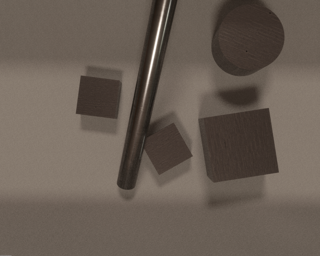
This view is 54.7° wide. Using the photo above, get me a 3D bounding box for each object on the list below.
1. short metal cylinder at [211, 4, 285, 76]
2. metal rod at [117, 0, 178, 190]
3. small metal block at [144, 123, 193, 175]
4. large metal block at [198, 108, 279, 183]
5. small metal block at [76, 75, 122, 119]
[{"bbox_3d":[0.111,-0.111,0.400,0.081,0.050,0.079,0,90,-1],"label":"short metal cylinder"},{"bbox_3d":[-0.013,-0.057,0.351,0.025,0.025,0.298,13,115,-1],"label":"metal rod"},{"bbox_3d":[0.008,0.027,0.412,0.050,0.025,0.050,-29,90,-1],"label":"small metal block"},{"bbox_3d":[0.099,0.021,0.400,0.081,0.050,0.080,-9,90,-1],"label":"large metal block"},{"bbox_3d":[-0.080,-0.040,0.410,0.050,0.025,0.050,7,90,-1],"label":"small metal block"}]
